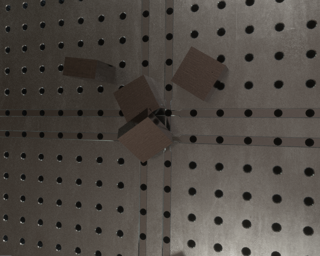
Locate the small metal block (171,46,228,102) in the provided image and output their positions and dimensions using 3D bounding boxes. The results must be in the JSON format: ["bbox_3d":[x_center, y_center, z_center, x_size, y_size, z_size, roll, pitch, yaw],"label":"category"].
[{"bbox_3d":[0.051,-0.068,0.394,0.050,0.025,0.050,34,101,16],"label":"small metal block"}]

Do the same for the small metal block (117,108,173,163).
[{"bbox_3d":[-0.019,0.010,0.405,0.050,0.025,0.050,-36,116,16],"label":"small metal block"}]

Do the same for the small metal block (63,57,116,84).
[{"bbox_3d":[-0.098,-0.080,0.432,0.050,0.050,0.025,10,94,19],"label":"small metal block"}]

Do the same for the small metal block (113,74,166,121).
[{"bbox_3d":[-0.028,-0.037,0.421,0.050,0.025,0.050,-29,81,17],"label":"small metal block"}]
